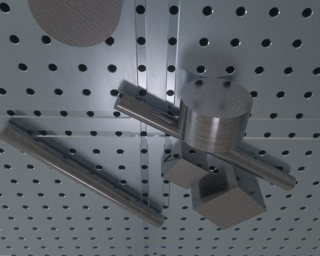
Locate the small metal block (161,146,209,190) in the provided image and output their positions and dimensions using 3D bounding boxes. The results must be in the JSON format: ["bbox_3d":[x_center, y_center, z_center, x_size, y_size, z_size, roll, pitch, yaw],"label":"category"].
[{"bbox_3d":[0.037,0.061,0.464,0.050,0.025,0.050,29,124,-23],"label":"small metal block"}]

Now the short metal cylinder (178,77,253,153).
[{"bbox_3d":[0.063,-0.017,0.362,0.081,0.080,0.050,1,130,-1],"label":"short metal cylinder"}]

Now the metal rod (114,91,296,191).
[{"bbox_3d":[0.076,0.026,0.434,0.302,0.025,0.025,26,126,-21],"label":"metal rod"}]

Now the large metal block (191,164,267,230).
[{"bbox_3d":[0.107,0.109,0.489,0.080,0.050,0.080,-35,122,26],"label":"large metal block"}]

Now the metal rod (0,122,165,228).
[{"bbox_3d":[-0.104,0.084,0.482,0.025,0.025,0.301,-36,122,26],"label":"metal rod"}]

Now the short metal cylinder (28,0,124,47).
[{"bbox_3d":[-0.074,-0.124,0.289,0.081,0.050,0.079,0,130,0],"label":"short metal cylinder"}]
